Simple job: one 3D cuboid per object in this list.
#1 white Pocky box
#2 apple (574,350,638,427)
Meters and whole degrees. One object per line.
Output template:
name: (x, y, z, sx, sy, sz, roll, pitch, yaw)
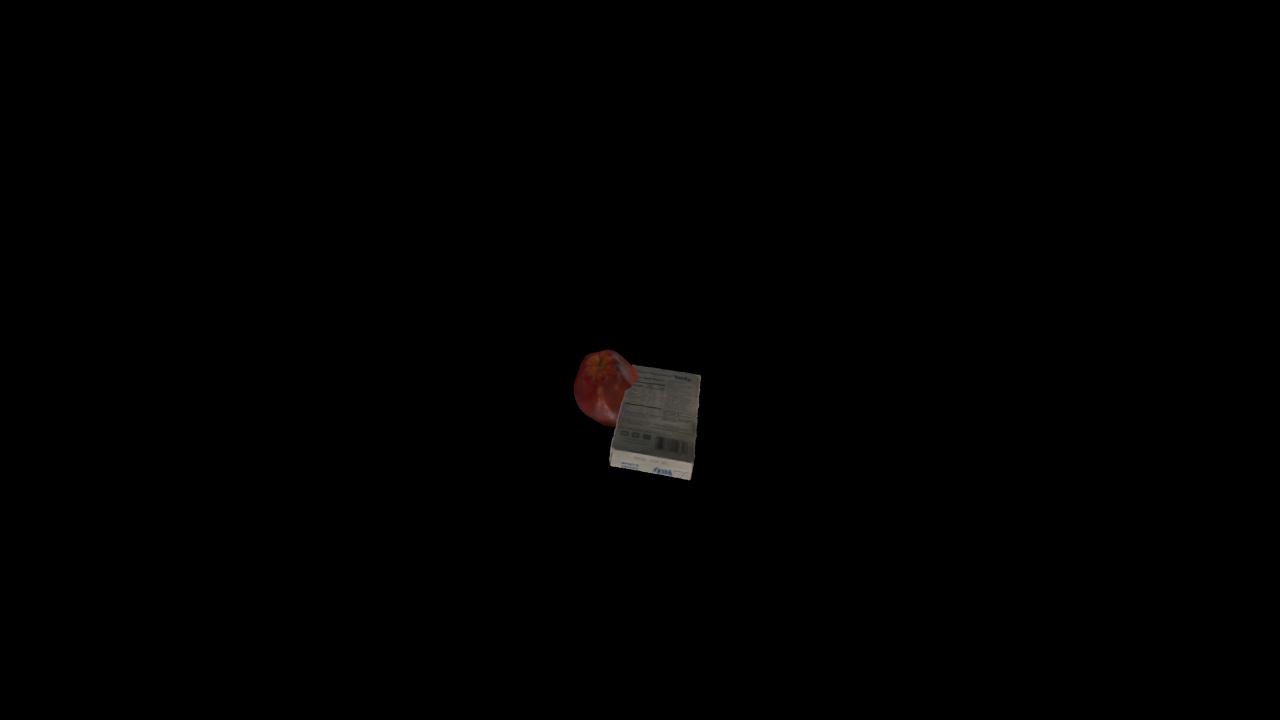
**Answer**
white Pocky box: (0.020, 0.060, 0.655, 0.084, 0.028, 0.154, 9, 33, 3)
apple: (-0.037, 0.031, 0.701, 0.079, 0.079, 0.093, 0, -35, 15)
